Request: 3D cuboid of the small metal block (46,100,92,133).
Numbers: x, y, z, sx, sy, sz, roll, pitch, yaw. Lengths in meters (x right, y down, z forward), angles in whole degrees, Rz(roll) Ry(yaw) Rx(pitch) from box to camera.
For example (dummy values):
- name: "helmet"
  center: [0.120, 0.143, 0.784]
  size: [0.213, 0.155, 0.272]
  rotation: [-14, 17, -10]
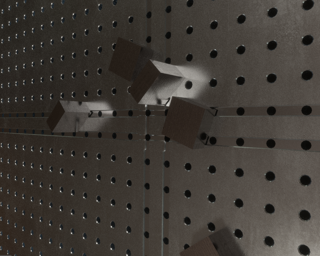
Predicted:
- name: "small metal block"
  center: [-0.151, -0.018, 0.515]
  size: [0.050, 0.050, 0.025]
  rotation: [-49, 62, 29]

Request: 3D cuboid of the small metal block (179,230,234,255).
- name: "small metal block"
  center: [0.058, 0.156, 0.360]
  size: [0.050, 0.025, 0.050]
  rotation: [-44, 64, 31]

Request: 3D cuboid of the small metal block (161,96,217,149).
- name: "small metal block"
  center: [0.035, -0.007, 0.379]
  size: [0.050, 0.025, 0.050]
  rotation: [26, 106, 36]

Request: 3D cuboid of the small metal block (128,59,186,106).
- name: "small metal block"
  center: [-0.004, -0.056, 0.394]
  size: [0.050, 0.050, 0.025]
  rotation: [-51, 60, 27]

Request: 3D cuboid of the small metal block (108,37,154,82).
- name: "small metal block"
  center: [-0.042, -0.097, 0.442]
  size: [0.050, 0.025, 0.050]
  rotation: [32, 110, 35]
